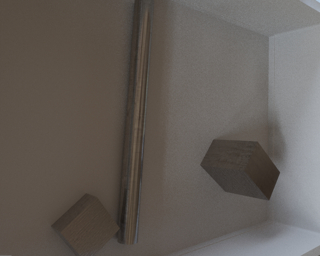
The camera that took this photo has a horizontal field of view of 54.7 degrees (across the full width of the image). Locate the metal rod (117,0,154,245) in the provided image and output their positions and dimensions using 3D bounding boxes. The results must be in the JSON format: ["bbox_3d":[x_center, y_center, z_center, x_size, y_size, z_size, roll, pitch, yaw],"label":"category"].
[{"bbox_3d":[-0.029,-0.011,0.383,0.025,0.025,0.298,6,86,-40],"label":"metal rod"}]

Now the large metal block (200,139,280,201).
[{"bbox_3d":[0.124,0.063,0.478,0.080,0.080,0.050,47,62,-30],"label":"large metal block"}]

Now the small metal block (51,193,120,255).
[{"bbox_3d":[-0.081,0.109,0.341,0.050,0.025,0.050,-44,117,-31],"label":"small metal block"}]
